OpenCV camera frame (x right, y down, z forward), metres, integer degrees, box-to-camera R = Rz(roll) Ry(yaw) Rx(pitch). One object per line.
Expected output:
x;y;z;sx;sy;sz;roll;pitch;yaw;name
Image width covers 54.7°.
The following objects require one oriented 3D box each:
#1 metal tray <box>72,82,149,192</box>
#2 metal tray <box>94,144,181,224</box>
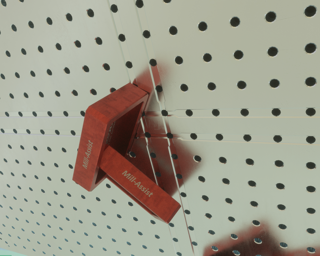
-0.066;0.013;0.408;0.030;0.090;0.129;32;129;13;metal tray
-0.039;0.080;0.443;0.130;0.030;0.090;40;164;-3;metal tray
